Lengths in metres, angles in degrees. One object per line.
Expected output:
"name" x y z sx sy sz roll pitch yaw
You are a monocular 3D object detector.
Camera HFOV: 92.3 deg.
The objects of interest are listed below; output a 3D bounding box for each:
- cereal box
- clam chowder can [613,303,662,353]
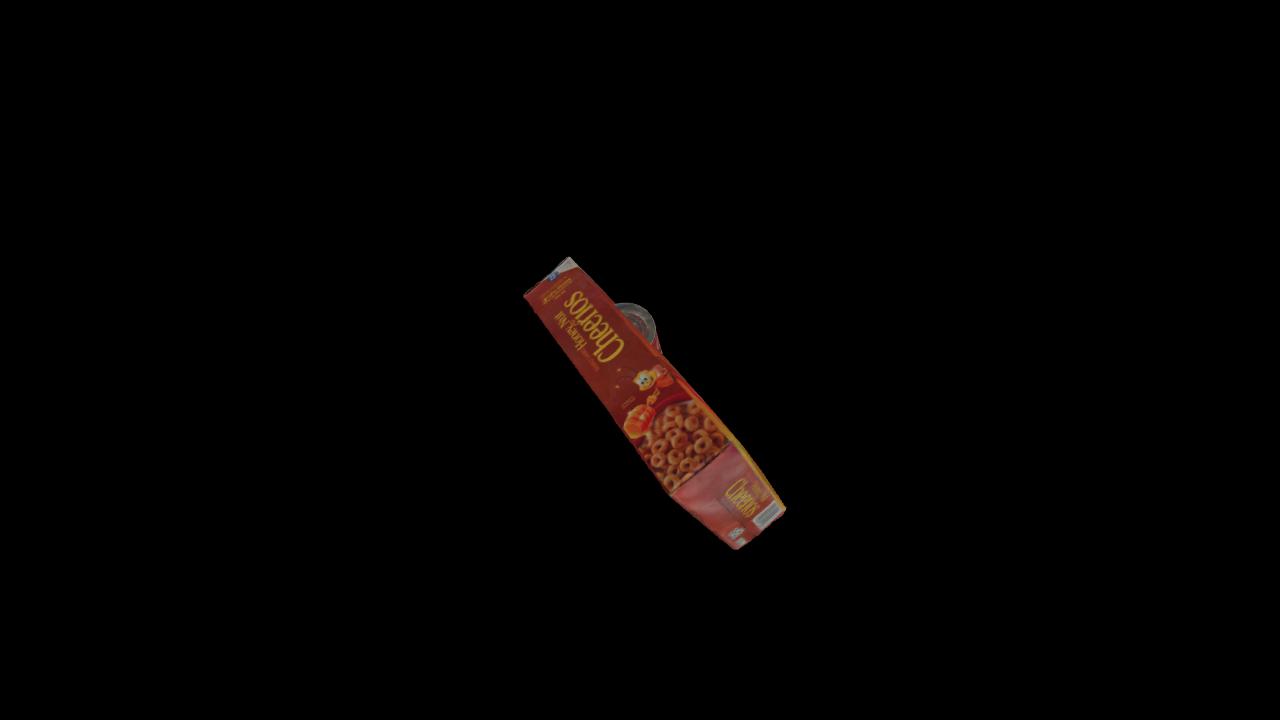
"cereal box" 0.013 0.041 0.657 0.306 0.081 0.203 51 1 39
"clam chowder can" -0.010 -0.005 0.647 0.068 0.068 0.102 0 -28 10
